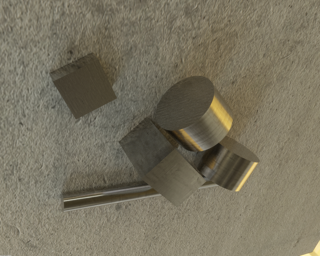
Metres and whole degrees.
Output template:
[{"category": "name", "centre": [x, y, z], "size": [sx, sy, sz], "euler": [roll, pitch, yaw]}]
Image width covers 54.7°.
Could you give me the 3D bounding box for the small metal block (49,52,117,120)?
[{"category": "small metal block", "centre": [-0.082, -0.045, 0.334], "size": [0.050, 0.025, 0.050], "euler": [-29, 128, -10]}]

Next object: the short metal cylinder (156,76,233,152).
[{"category": "short metal cylinder", "centre": [0.042, -0.018, 0.383], "size": [0.080, 0.080, 0.050], "euler": [-44, 130, 2]}]

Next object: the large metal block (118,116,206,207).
[{"category": "large metal block", "centre": [0.002, 0.043, 0.399], "size": [0.050, 0.080, 0.080], "euler": [-42, 130, 1]}]

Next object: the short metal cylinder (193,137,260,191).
[{"category": "short metal cylinder", "centre": [0.096, 0.047, 0.453], "size": [0.081, 0.080, 0.050], "euler": [17, 109, -35]}]

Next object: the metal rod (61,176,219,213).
[{"category": "metal rod", "centre": [0.009, 0.088, 0.466], "size": [0.303, 0.025, 0.025], "euler": [-3, 120, -27]}]
